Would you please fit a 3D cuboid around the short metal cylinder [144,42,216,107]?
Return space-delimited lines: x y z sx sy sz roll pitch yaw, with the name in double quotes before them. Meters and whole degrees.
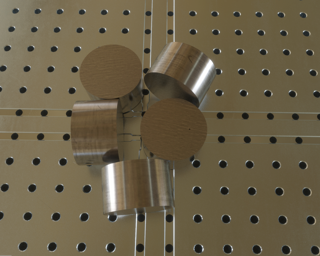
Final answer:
"short metal cylinder" 0.026 -0.066 0.407 0.080 0.080 0.050 27 72 9

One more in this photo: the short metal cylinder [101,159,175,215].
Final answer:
"short metal cylinder" -0.026 0.070 0.356 0.081 0.080 0.050 -6 71 -2

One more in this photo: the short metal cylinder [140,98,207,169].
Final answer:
"short metal cylinder" 0.016 0.008 0.395 0.081 0.050 0.080 0 70 -1

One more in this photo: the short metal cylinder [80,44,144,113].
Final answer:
"short metal cylinder" -0.063 -0.065 0.421 0.080 0.050 0.080 0 70 1

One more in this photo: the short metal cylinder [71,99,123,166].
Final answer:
"short metal cylinder" -0.074 0.005 0.381 0.050 0.080 0.080 -2 70 -1
